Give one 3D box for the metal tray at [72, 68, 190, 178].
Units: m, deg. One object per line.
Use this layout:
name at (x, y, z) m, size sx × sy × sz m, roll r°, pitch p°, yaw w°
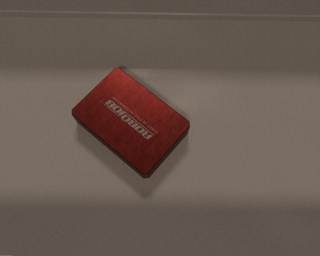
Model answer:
metal tray at (-0.038, -0.008, 0.410) m, size 0.130 × 0.030 × 0.090 m, roll 38°, pitch 74°, yaw 12°
